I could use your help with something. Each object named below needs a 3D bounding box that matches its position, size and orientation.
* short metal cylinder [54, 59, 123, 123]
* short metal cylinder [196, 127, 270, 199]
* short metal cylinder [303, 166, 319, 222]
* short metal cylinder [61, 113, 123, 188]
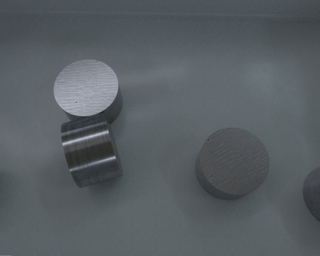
[{"bbox_3d":[-0.093,-0.043,0.411,0.081,0.050,0.080,0,70,0],"label":"short metal cylinder"},{"bbox_3d":[0.086,0.045,0.381,0.081,0.050,0.080,0,70,0],"label":"short metal cylinder"},{"bbox_3d":[0.223,0.078,0.371,0.081,0.050,0.080,0,70,0],"label":"short metal cylinder"},{"bbox_3d":[-0.079,0.026,0.370,0.050,0.080,0.080,-15,71,-6],"label":"short metal cylinder"}]
